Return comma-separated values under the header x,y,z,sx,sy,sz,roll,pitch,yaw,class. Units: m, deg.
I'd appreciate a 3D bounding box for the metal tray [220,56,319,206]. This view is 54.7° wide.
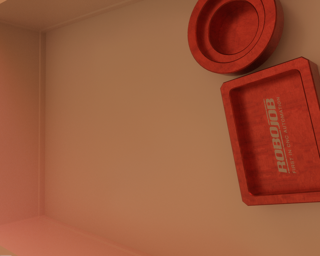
x,y,z,sx,sy,sz,roll,pitch,yaw,class
0.117,0.007,0.305,0.090,0.030,0.129,-15,80,38,metal tray

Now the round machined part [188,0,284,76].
x,y,z,sx,sy,sz,roll,pitch,yaw,class
0.081,-0.104,0.328,0.098,0.042,0.097,0,90,39,round machined part
